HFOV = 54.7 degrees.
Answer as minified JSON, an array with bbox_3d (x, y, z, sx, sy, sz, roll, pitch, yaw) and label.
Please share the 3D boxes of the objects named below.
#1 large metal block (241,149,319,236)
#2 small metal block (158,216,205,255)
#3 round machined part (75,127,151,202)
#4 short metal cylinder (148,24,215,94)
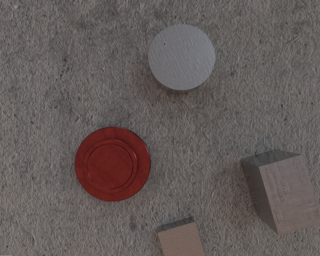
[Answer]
[{"bbox_3d":[0.145,0.074,0.384,0.050,0.080,0.080,-16,90,0],"label":"large metal block"},{"bbox_3d":[0.028,0.151,0.410,0.050,0.025,0.050,-16,90,0],"label":"small metal block"},{"bbox_3d":[-0.061,0.047,0.401,0.099,0.042,0.097,0,90,0],"label":"round machined part"},{"bbox_3d":[0.026,-0.085,0.398,0.081,0.050,0.080,0,90,0],"label":"short metal cylinder"}]
